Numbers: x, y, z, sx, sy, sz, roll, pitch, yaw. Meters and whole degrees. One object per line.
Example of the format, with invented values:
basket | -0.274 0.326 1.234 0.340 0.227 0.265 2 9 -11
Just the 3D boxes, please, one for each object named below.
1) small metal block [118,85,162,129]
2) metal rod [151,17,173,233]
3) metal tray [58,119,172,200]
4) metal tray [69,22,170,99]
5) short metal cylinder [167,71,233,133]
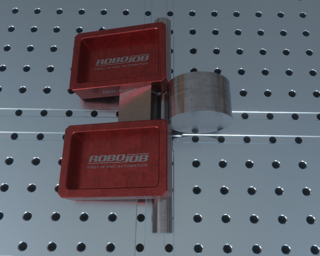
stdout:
small metal block | -0.026 -0.024 0.405 0.050 0.025 0.050 -11 67 29
metal rod | 0.003 -0.018 0.414 0.025 0.025 0.299 0 70 0
metal tray | -0.052 0.040 0.376 0.131 0.030 0.090 -4 70 11
metal tray | -0.053 -0.091 0.423 0.131 0.030 0.090 -4 70 11
short metal cylinder | 0.049 -0.029 0.390 0.081 0.080 0.050 0 70 0
